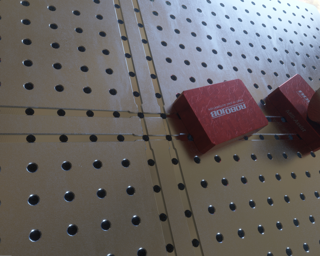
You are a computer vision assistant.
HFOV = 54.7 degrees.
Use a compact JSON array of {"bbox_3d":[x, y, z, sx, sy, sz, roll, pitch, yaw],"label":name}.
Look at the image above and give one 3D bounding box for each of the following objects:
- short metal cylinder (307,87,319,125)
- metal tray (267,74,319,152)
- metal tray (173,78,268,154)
[{"bbox_3d":[0.298,-0.036,0.520,0.050,0.080,0.080,26,52,-13],"label":"short metal cylinder"},{"bbox_3d":[0.270,-0.031,0.573,0.091,0.030,0.130,-31,79,-38],"label":"metal tray"},{"bbox_3d":[0.095,-0.022,0.472,0.131,0.030,0.090,-17,71,-35],"label":"metal tray"}]
